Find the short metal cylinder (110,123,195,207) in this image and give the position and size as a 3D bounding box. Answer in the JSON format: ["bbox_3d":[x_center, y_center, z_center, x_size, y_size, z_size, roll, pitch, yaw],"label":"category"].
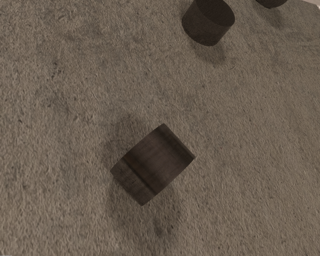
[{"bbox_3d":[-0.008,0.040,0.341,0.050,0.080,0.080,48,51,5],"label":"short metal cylinder"}]

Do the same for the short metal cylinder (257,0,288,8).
[{"bbox_3d":[0.263,-0.327,0.714,0.080,0.080,0.050,30,52,-9],"label":"short metal cylinder"}]

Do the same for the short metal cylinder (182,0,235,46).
[{"bbox_3d":[0.086,-0.194,0.555,0.081,0.050,0.080,14,56,-21],"label":"short metal cylinder"}]
